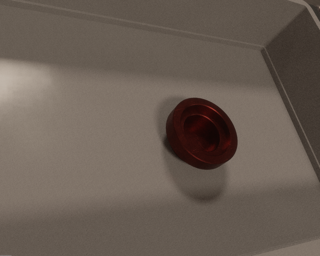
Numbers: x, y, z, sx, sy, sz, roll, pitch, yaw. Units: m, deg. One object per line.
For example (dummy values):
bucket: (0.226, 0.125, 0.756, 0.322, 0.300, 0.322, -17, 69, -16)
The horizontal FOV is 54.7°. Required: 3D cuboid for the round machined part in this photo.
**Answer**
round machined part: (0.052, 0.011, 0.418, 0.099, 0.042, 0.098, 14, 56, -21)
